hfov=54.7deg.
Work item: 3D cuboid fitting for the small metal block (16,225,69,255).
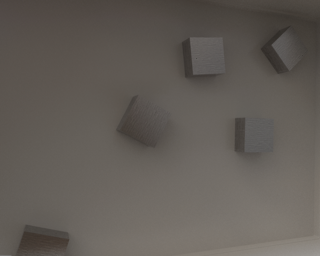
[{"bbox_3d":[-0.139,0.145,0.360,0.050,0.025,0.050,18,84,-19],"label":"small metal block"}]

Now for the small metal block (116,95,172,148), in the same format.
[{"bbox_3d":[-0.021,-0.008,0.403,0.050,0.025,0.050,29,81,-18],"label":"small metal block"}]

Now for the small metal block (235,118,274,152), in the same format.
[{"bbox_3d":[0.141,0.010,0.462,0.050,0.025,0.050,2,90,-20],"label":"small metal block"}]

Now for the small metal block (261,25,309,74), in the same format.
[{"bbox_3d":[0.194,-0.121,0.481,0.050,0.025,0.050,-44,104,-15],"label":"small metal block"}]

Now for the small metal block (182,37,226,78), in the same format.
[{"bbox_3d":[0.061,-0.098,0.433,0.050,0.025,0.050,-6,92,-20],"label":"small metal block"}]
